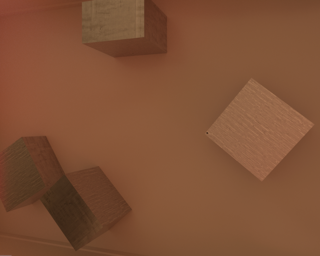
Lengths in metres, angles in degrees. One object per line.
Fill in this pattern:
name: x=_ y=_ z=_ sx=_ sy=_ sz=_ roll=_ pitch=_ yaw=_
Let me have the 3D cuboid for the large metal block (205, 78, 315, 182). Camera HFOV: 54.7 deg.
large metal block: x=0.113 y=0.001 z=0.357 sx=0.080 sy=0.050 sz=0.080 roll=41 pitch=103 yaw=15

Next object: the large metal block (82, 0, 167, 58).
large metal block: x=-0.042 y=-0.126 z=0.395 sx=0.080 sy=0.080 sz=0.050 roll=0 pitch=90 yaw=19

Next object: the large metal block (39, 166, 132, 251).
large metal block: x=-0.096 y=0.102 z=0.414 sx=0.050 sy=0.080 sz=0.080 roll=-44 pitch=77 yaw=15

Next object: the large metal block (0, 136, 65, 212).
large metal block: x=-0.200 y=0.067 z=0.466 sx=0.080 sy=0.050 sz=0.080 roll=-33 pitch=80 yaw=16
